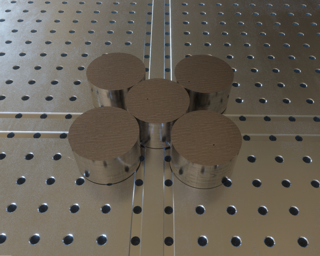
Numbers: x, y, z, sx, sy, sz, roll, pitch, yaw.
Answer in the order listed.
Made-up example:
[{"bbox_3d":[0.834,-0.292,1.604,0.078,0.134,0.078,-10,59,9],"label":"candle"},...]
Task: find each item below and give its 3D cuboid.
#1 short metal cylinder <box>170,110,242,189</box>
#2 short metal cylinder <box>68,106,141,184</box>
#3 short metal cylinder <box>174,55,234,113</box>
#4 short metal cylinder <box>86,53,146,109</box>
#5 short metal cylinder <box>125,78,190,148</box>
[{"bbox_3d":[0.052,0.025,0.370,0.081,0.050,0.080,0,50,0],"label":"short metal cylinder"},{"bbox_3d":[-0.064,0.020,0.372,0.081,0.050,0.080,0,50,0],"label":"short metal cylinder"},{"bbox_3d":[0.060,-0.059,0.439,0.081,0.050,0.080,0,50,0],"label":"short metal cylinder"},{"bbox_3d":[-0.060,-0.063,0.443,0.081,0.050,0.080,0,50,0],"label":"short metal cylinder"},{"bbox_3d":[-0.003,-0.020,0.407,0.081,0.050,0.080,0,50,0],"label":"short metal cylinder"}]
